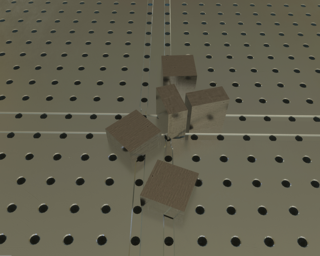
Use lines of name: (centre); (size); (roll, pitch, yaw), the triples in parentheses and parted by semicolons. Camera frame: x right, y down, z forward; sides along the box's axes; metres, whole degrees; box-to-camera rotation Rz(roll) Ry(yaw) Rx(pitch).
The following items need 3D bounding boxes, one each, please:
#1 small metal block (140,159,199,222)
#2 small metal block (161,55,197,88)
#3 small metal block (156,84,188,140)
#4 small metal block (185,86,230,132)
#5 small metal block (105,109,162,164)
small metal block: (0.011, 0.070, 0.349); (0.050, 0.025, 0.050); (17, 52, 14)
small metal block: (0.029, -0.088, 0.482); (0.050, 0.025, 0.050); (-2, 50, -2)
small metal block: (0.014, -0.021, 0.410); (0.025, 0.050, 0.050); (-14, 52, -12)
small metal block: (0.061, -0.025, 0.413); (0.050, 0.050, 0.025); (-12, 51, -10)
small metal block: (-0.034, 0.010, 0.399); (0.050, 0.025, 0.050); (-34, 58, -26)
